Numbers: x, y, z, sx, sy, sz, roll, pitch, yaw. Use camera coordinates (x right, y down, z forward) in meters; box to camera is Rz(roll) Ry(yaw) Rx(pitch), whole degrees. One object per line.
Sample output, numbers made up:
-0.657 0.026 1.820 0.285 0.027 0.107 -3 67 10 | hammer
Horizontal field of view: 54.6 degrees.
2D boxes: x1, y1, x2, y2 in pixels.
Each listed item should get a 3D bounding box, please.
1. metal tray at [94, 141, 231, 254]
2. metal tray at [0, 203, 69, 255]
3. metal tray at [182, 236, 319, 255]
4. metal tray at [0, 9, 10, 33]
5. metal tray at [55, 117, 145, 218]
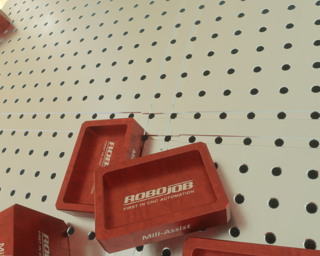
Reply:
-0.002 0.070 0.330 0.131 0.030 0.090 -14 43 0 | metal tray
-0.140 0.158 0.343 0.030 0.090 0.130 -28 52 11 | metal tray
0.081 0.150 0.270 0.130 0.030 0.090 -4 60 26 | metal tray
-0.459 -0.256 0.806 0.130 0.030 0.090 -41 51 0 | metal tray
-0.078 0.051 0.415 0.090 0.030 0.130 -3 60 26 | metal tray
